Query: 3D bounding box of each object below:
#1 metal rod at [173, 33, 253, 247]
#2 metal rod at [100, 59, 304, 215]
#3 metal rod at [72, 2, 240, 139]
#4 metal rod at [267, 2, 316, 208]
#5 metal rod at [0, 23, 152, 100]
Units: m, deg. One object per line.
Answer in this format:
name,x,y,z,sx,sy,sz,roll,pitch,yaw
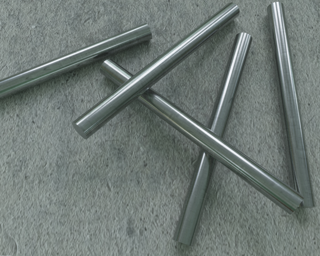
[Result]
metal rod,0.075,0.001,0.408,0.025,0.025,0.300,18,71,6
metal rod,0.036,-0.002,0.386,0.300,0.025,0.025,37,74,21
metal rod,0.010,-0.089,0.412,0.025,0.025,0.301,41,64,13
metal rod,0.176,-0.045,0.425,0.025,0.025,0.299,1,70,0
metal rod,-0.153,-0.082,0.436,0.302,0.025,0.025,-24,72,-9
